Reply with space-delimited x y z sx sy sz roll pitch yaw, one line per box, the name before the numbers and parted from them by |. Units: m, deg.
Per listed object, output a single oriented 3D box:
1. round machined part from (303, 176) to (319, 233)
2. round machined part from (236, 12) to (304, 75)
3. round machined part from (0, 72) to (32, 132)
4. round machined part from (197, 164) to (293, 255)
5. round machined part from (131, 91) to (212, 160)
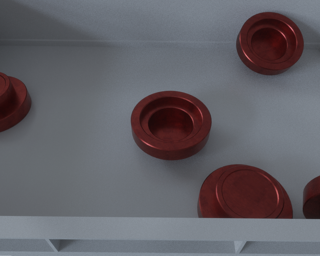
round machined part | 0.187 0.084 0.290 0.098 0.097 0.042 14 51 11
round machined part | 0.168 -0.128 0.487 0.099 0.042 0.098 1 77 -2
round machined part | -0.234 -0.041 0.426 0.099 0.042 0.098 0 50 0
round machined part | 0.091 0.079 0.329 0.099 0.042 0.098 0 50 0
round machined part | 0.014 0.001 0.393 0.099 0.042 0.098 0 50 0
